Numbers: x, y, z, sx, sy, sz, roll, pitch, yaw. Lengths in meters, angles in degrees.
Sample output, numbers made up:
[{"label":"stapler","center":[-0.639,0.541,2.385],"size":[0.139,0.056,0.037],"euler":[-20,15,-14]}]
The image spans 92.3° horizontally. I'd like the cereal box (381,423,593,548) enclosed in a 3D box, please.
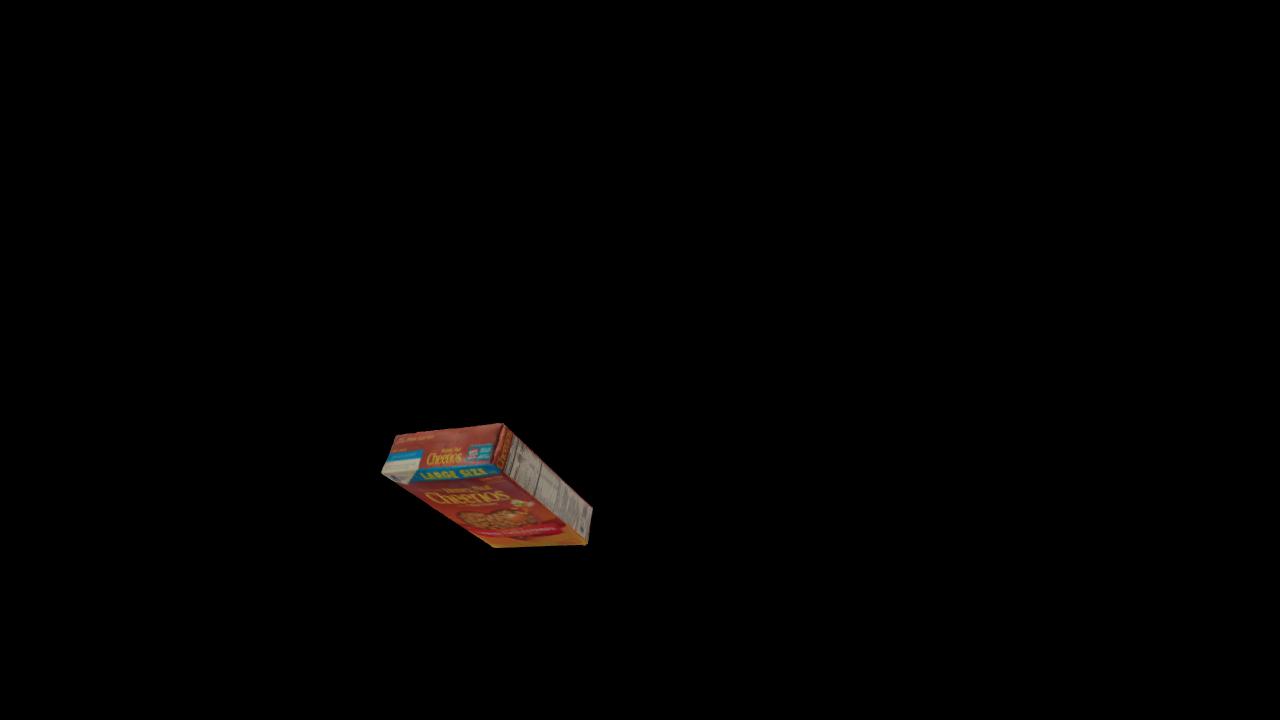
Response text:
[{"label":"cereal box","center":[-0.233,0.215,0.996],"size":[0.203,0.081,0.306],"euler":[-8,-38,22]}]
